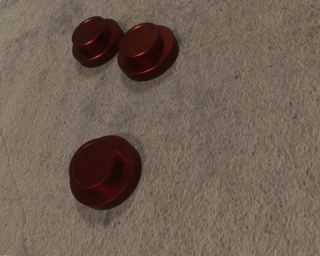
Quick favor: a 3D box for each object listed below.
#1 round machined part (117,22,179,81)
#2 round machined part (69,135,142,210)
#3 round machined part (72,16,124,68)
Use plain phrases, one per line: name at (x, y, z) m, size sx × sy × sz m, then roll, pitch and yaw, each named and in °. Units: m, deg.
round machined part at (-0.024, -0.124, 0.480) m, size 0.098 × 0.042 × 0.098 m, roll -13°, pitch 56°, yaw 20°
round machined part at (-0.077, 0.052, 0.400) m, size 0.098 × 0.042 × 0.098 m, roll -13°, pitch 56°, yaw 20°
round machined part at (-0.116, -0.159, 0.549) m, size 0.098 × 0.042 × 0.098 m, roll -13°, pitch 56°, yaw 20°
